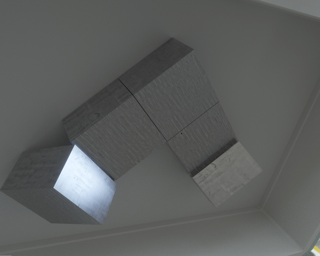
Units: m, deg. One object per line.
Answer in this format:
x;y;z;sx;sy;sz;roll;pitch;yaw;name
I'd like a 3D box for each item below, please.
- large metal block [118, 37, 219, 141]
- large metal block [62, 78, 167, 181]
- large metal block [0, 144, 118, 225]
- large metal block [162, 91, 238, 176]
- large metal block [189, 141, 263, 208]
0.012;-0.045;0.368;0.080;0.050;0.080;-38;129;-3;large metal block
-0.052;0.004;0.364;0.080;0.050;0.080;-38;129;-3;large metal block
-0.109;0.066;0.343;0.080;0.050;0.080;-8;137;29;large metal block
0.048;0.005;0.419;0.080;0.050;0.080;-38;129;-3;large metal block
0.092;0.067;0.454;0.080;0.050;0.080;-38;173;-3;large metal block
